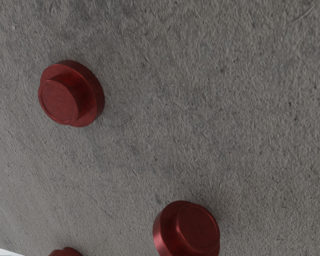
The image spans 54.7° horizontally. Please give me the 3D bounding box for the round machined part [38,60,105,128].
[{"bbox_3d":[-0.131,-0.043,0.439,0.098,0.042,0.097,13,124,21],"label":"round machined part"}]

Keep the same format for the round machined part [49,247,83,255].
[{"bbox_3d":[-0.204,0.307,0.693,0.098,0.042,0.097,13,124,21],"label":"round machined part"}]

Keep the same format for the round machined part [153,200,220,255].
[{"bbox_3d":[0.043,0.144,0.426,0.098,0.098,0.042,39,129,1],"label":"round machined part"}]
